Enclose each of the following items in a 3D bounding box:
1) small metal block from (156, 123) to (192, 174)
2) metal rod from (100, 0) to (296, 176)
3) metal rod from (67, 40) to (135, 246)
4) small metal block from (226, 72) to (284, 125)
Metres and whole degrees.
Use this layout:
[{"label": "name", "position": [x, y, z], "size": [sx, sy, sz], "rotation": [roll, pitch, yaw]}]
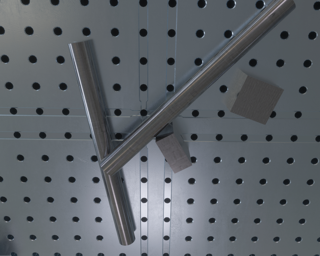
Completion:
[{"label": "small metal block", "position": [0.018, 0.024, 0.409], "size": [0.025, 0.050, 0.050], "rotation": [-27, 108, 10]}, {"label": "metal rod", "position": [0.040, -0.047, 0.382], "size": [0.300, 0.025, 0.025], "rotation": [-43, 105, 9]}, {"label": "metal rod", "position": [-0.075, 0.034, 0.425], "size": [0.025, 0.025, 0.298], "rotation": [-9, 110, 3]}, {"label": "small metal block", "position": [0.121, -0.038, 0.400], "size": [0.050, 0.025, 0.050], "rotation": [20, 109, -7]}]
